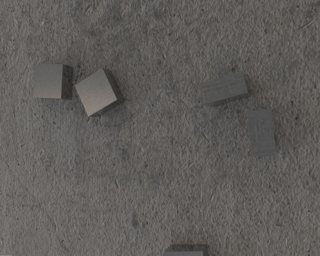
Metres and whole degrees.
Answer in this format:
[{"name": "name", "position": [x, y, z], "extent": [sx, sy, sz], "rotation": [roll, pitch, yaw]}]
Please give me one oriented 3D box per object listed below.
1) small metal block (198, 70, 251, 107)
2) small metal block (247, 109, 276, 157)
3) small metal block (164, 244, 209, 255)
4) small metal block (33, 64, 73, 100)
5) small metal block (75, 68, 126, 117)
[{"name": "small metal block", "position": [0.078, -0.045, 0.368], "extent": [0.050, 0.050, 0.025], "rotation": [-15, 85, 19]}, {"name": "small metal block", "position": [0.117, 0.005, 0.354], "extent": [0.025, 0.050, 0.050], "rotation": [-5, 88, 20]}, {"name": "small metal block", "position": [0.037, 0.178, 0.396], "extent": [0.050, 0.025, 0.050], "rotation": [-9, 87, 19]}, {"name": "small metal block", "position": [-0.160, -0.069, 0.466], "extent": [0.050, 0.025, 0.050], "rotation": [4, 91, 20]}, {"name": "small metal block", "position": [-0.085, -0.049, 0.439], "extent": [0.050, 0.025, 0.050], "rotation": [-28, 81, 17]}]
